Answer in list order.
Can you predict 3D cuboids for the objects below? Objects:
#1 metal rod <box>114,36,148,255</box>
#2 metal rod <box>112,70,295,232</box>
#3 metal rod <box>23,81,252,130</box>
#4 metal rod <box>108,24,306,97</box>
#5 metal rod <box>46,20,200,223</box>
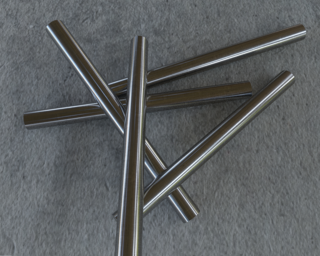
[{"bbox_3d":[-0.029,0.006,0.355,0.025,0.025,0.299,0,57,0],"label":"metal rod"},{"bbox_3d":[0.068,0.015,0.380,0.302,0.025,0.025,-38,74,-22],"label":"metal rod"},{"bbox_3d":[-0.026,-0.031,0.419,0.302,0.025,0.025,-8,70,-4],"label":"metal rod"},{"bbox_3d":[0.068,-0.096,0.443,0.302,0.025,0.025,-19,71,-7],"label":"metal rod"},{"bbox_3d":[-0.050,-0.013,0.388,0.025,0.025,0.299,-35,83,-12],"label":"metal rod"}]
